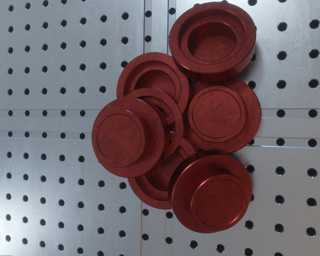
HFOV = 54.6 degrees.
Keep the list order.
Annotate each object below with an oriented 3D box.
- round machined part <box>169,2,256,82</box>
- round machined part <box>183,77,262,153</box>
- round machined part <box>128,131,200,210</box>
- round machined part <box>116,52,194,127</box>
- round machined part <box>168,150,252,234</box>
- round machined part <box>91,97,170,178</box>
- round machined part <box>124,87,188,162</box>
[{"bbox_3d":[0.062,-0.097,0.370,0.098,0.042,0.098,-4,68,11],"label":"round machined part"},{"bbox_3d":[0.072,-0.016,0.378,0.098,0.042,0.097,0,90,20],"label":"round machined part"},{"bbox_3d":[0.010,0.051,0.400,0.098,0.042,0.097,0,90,20],"label":"round machined part"},{"bbox_3d":[-0.004,-0.046,0.405,0.098,0.042,0.097,0,90,20],"label":"round machined part"},{"bbox_3d":[0.062,0.078,0.356,0.099,0.042,0.097,-3,103,-12],"label":"round machined part"},{"bbox_3d":[-0.041,0.012,0.373,0.098,0.042,0.097,0,90,20],"label":"round machined part"},{"bbox_3d":[-0.010,-0.002,0.407,0.098,0.042,0.097,0,90,20],"label":"round machined part"}]
